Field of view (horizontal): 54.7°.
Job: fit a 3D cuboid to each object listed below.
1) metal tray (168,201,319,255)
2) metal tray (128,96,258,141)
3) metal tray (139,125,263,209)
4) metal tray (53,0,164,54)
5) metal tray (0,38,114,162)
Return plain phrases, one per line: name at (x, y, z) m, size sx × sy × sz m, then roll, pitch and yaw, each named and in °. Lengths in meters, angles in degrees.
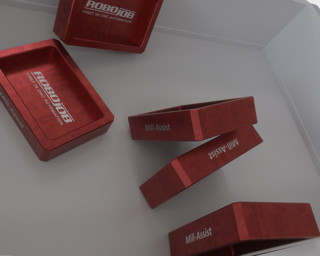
metal tray at (0.077, 0.108, 0.314) m, size 0.091 × 0.129 × 0.030 m, roll 7°, pitch 59°, yaw -25°
metal tray at (0.033, -0.010, 0.362) m, size 0.091 × 0.130 × 0.030 m, roll -14°, pitch 97°, yaw -34°
metal tray at (0.049, 0.042, 0.363) m, size 0.131 × 0.090 × 0.030 m, roll -23°, pitch 75°, yaw -36°
metal tray at (-0.062, -0.148, 0.400) m, size 0.131 × 0.089 × 0.030 m, roll -7°, pitch 40°, yaw -46°
metal tray at (-0.126, -0.037, 0.356) m, size 0.091 × 0.030 × 0.130 m, roll -29°, pitch 78°, yaw -38°
